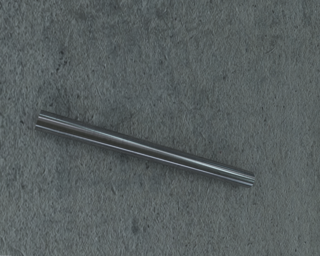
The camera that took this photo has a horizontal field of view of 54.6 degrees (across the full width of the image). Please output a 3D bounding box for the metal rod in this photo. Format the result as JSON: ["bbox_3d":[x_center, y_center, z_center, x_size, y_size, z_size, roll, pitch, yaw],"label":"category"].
[{"bbox_3d":[-0.005,0.033,0.407,0.302,0.025,0.025,18,84,-19],"label":"metal rod"}]
